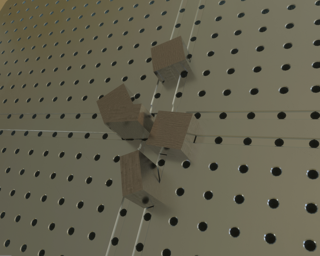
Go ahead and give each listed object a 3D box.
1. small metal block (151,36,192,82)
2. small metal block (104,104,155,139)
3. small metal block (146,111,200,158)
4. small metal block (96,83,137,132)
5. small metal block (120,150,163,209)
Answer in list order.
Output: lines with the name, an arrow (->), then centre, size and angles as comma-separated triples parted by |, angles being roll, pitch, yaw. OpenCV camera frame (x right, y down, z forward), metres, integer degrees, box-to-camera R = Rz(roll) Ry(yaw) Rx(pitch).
small metal block -> 0.016, -0.104, 0.464 | 0.050, 0.025, 0.050 | -18, 54, 17
small metal block -> -0.037, -0.007, 0.417 | 0.050, 0.050, 0.025 | -3, 61, 27
small metal block -> 0.017, 0.007, 0.396 | 0.050, 0.025, 0.050 | 7, 65, 31
small metal block -> -0.061, -0.030, 0.460 | 0.050, 0.025, 0.050 | -32, 51, 7
small metal block -> -0.022, 0.061, 0.367 | 0.025, 0.050, 0.050 | -21, 54, 16
